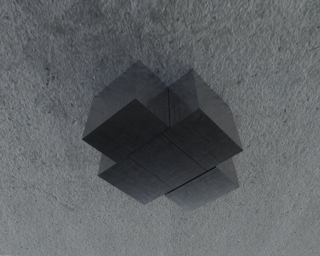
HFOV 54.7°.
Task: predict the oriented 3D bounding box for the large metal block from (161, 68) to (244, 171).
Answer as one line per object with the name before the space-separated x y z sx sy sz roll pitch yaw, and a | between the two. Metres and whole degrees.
large metal block | 0.047 -0.010 0.365 0.050 0.080 0.080 -35 122 25

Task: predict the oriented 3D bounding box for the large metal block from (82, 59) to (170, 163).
large metal block | -0.037 -0.020 0.356 0.080 0.080 0.050 -34 122 25

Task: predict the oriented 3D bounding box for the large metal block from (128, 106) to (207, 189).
large metal block | 0.009 0.015 0.387 0.050 0.080 0.080 -35 122 25

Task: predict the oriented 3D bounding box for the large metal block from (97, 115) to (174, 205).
large metal block | -0.029 0.041 0.408 0.050 0.080 0.080 -35 122 25

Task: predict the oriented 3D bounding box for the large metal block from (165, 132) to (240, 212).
large metal block | 0.052 0.054 0.420 0.080 0.080 0.050 -34 122 25
